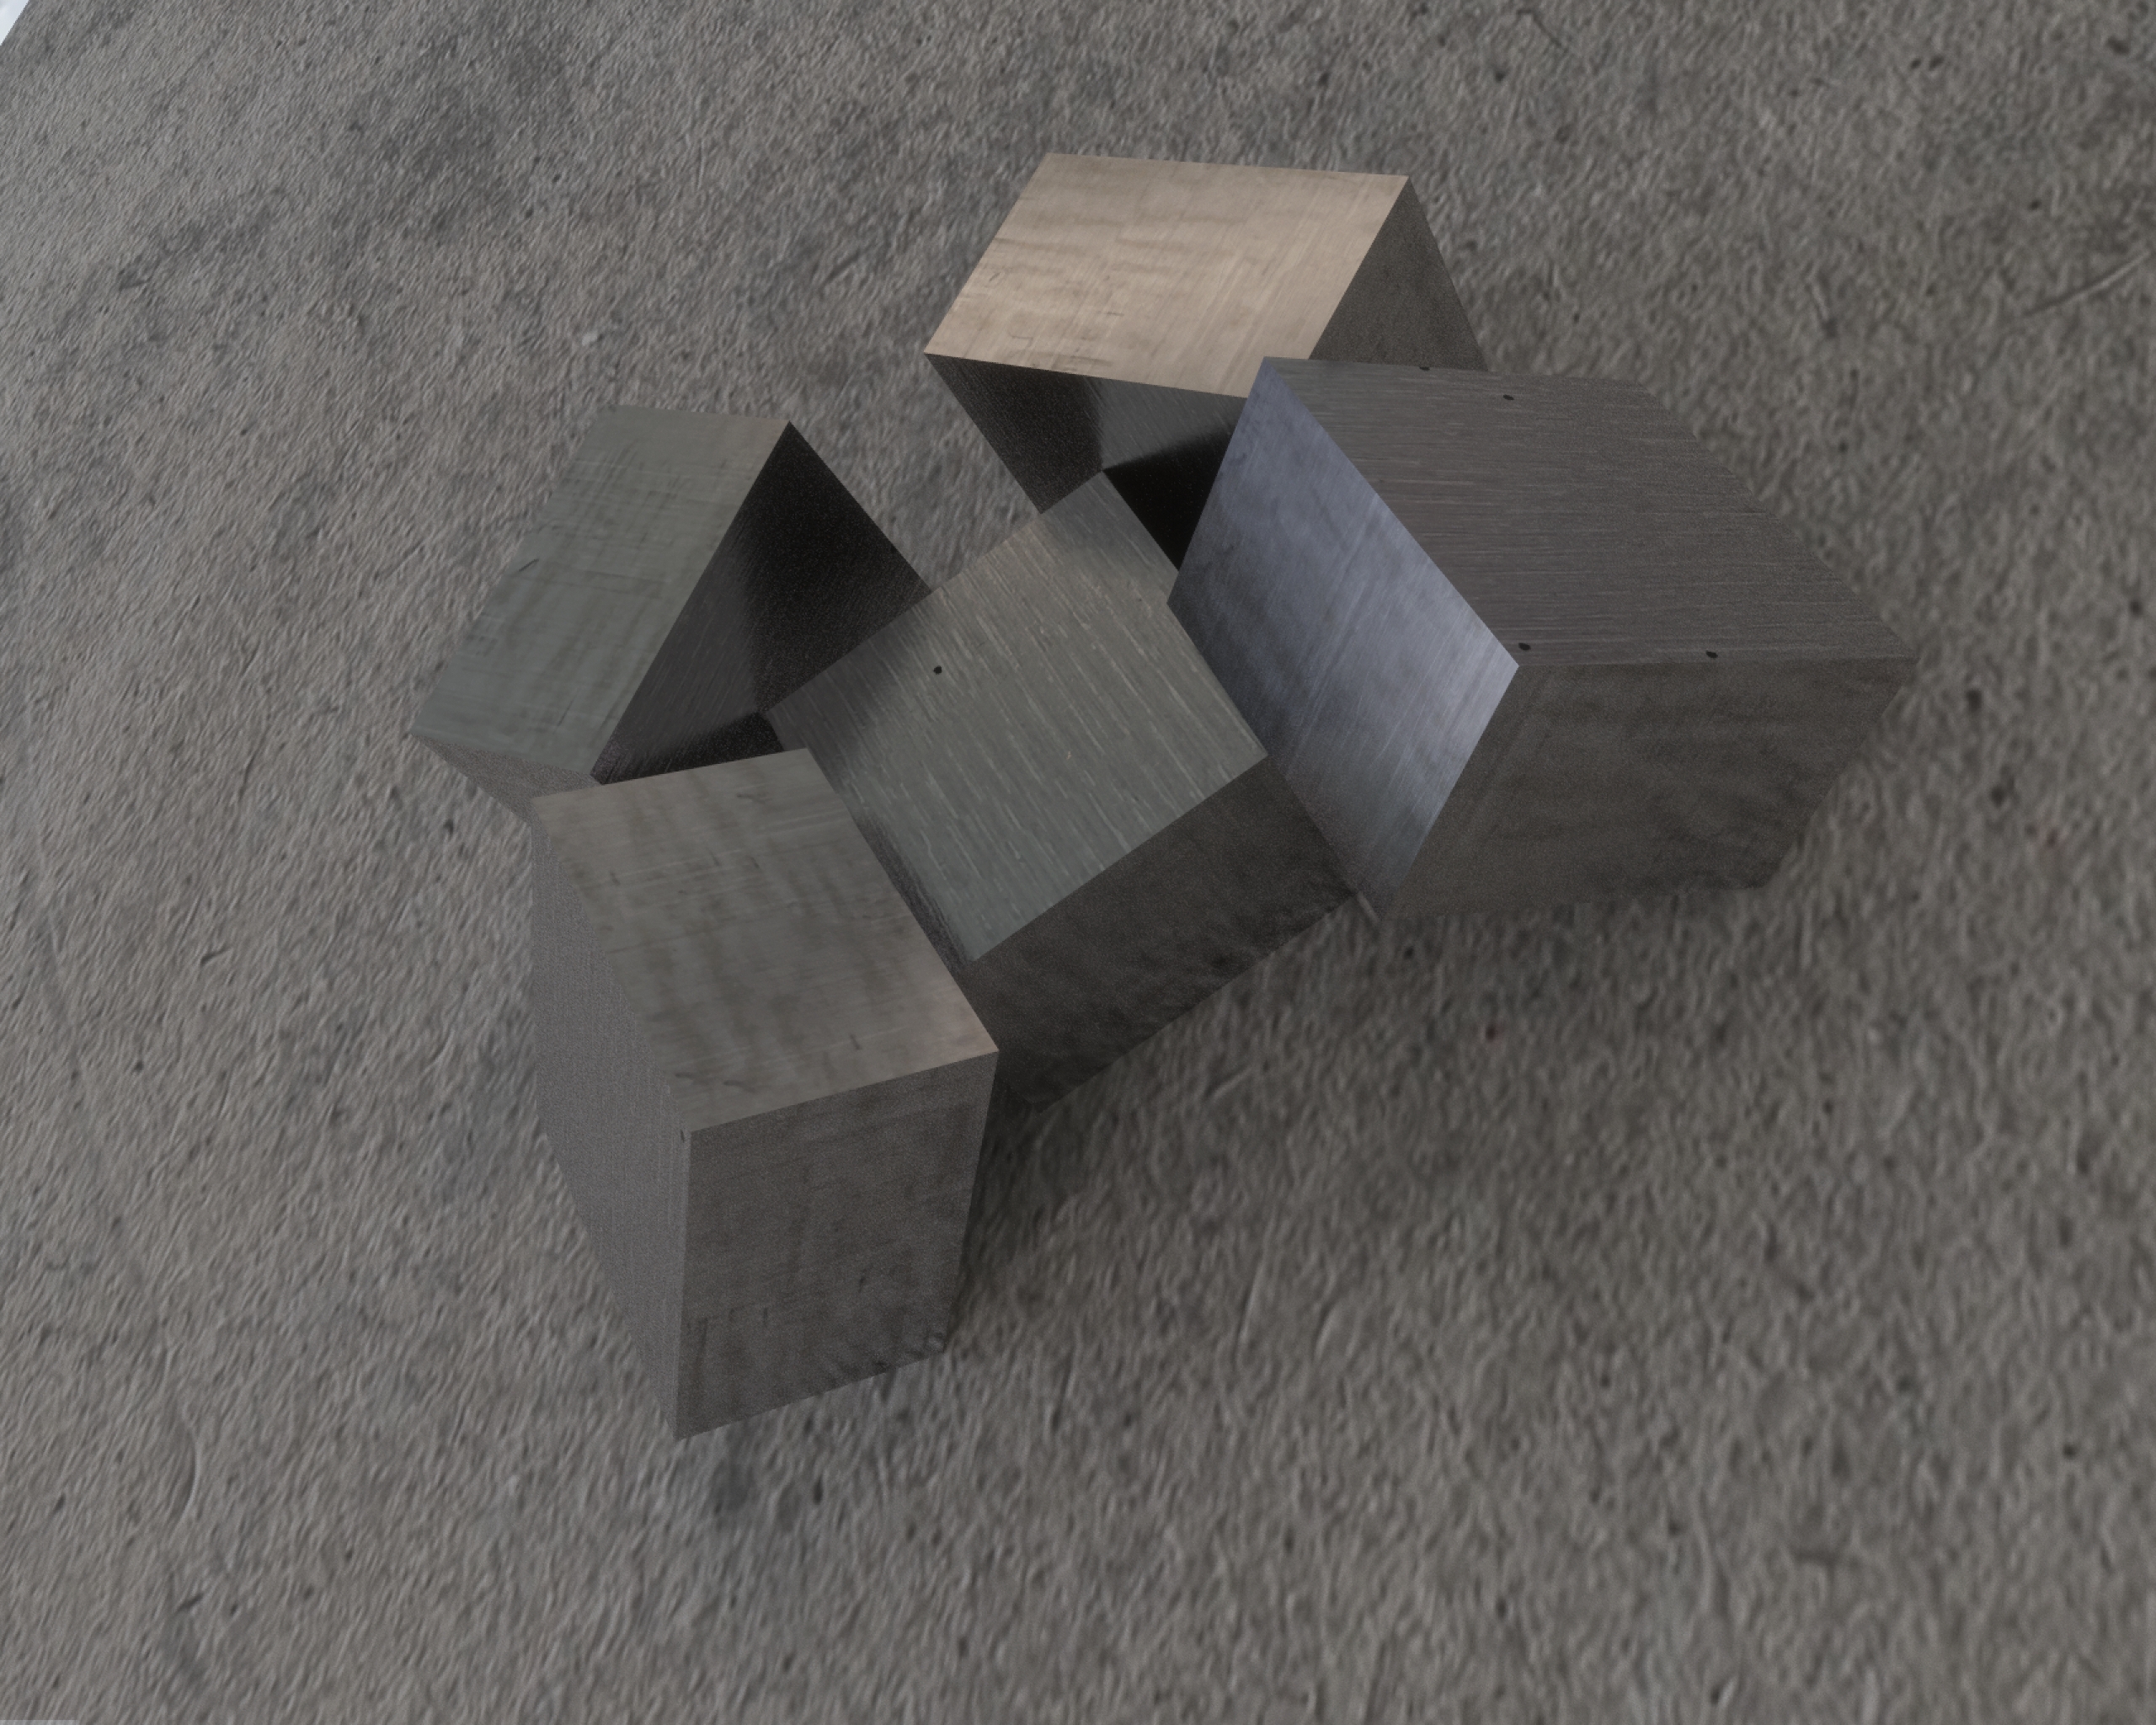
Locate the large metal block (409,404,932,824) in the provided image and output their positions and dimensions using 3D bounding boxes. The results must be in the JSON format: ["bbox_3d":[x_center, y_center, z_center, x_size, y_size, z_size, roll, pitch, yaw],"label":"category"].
[{"bbox_3d":[-0.075,-0.036,0.430,0.050,0.080,0.080,13,68,33],"label":"large metal block"}]

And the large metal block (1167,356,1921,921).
[{"bbox_3d":[0.074,-0.039,0.346,0.081,0.050,0.080,-4,45,-28],"label":"large metal block"}]

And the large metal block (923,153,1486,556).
[{"bbox_3d":[0.031,-0.088,0.407,0.080,0.080,0.050,17,71,35],"label":"large metal block"}]

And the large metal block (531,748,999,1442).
[{"bbox_3d":[-0.059,0.039,0.367,0.050,0.079,0.080,-13,46,-26],"label":"large metal block"}]

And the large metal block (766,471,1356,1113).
[{"bbox_3d":[-0.001,-0.014,0.397,0.080,0.050,0.080,-35,51,5],"label":"large metal block"}]
